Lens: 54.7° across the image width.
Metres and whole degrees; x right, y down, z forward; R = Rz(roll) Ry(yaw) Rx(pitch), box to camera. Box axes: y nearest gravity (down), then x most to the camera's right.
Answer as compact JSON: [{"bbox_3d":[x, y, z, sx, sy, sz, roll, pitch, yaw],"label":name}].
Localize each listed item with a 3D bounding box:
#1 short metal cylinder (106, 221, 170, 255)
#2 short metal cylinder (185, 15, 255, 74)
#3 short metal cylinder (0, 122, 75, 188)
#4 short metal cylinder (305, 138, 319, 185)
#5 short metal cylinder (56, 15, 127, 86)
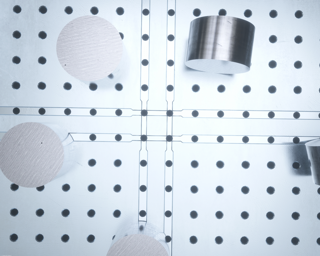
[{"bbox_3d":[-0.027,0.168,0.401,0.081,0.050,0.079,0,90,0],"label":"short metal cylinder"},{"bbox_3d":[0.074,-0.101,0.386,0.080,0.080,0.050,7,90,0],"label":"short metal cylinder"},{"bbox_3d":[-0.156,0.032,0.399,0.081,0.050,0.079,0,90,0],"label":"short metal cylinder"},{"bbox_3d":[0.230,0.038,0.388,0.080,0.080,0.050,-12,90,0],"label":"short metal cylinder"},{"bbox_3d":[-0.085,-0.097,0.400,0.081,0.050,0.079,0,90,0],"label":"short metal cylinder"}]
